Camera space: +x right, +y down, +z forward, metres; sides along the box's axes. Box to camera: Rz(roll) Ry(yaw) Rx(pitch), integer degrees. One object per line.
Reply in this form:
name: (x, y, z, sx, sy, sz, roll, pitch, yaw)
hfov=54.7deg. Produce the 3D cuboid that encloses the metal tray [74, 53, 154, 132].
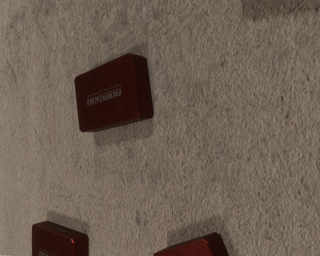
metal tray: (-0.072, -0.047, 0.459, 0.130, 0.030, 0.089, -12, 82, 39)

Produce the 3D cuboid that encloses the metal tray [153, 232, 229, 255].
metal tray: (0.051, 0.198, 0.358, 0.090, 0.030, 0.130, -33, 70, 35)

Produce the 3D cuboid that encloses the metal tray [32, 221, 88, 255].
metal tray: (-0.179, 0.223, 0.546, 0.130, 0.030, 0.089, 0, 90, 39)
